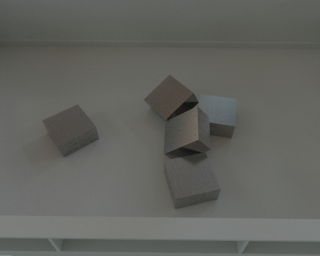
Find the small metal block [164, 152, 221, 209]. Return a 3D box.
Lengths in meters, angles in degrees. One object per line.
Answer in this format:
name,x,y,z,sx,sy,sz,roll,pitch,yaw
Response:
small metal block,0.035,0.060,0.355,0.050,0.025,0.050,-11,51,-9

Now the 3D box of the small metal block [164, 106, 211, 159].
small metal block,0.033,0.008,0.380,0.050,0.025,0.050,-26,44,32

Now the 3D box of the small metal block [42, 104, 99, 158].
small metal block,-0.115,0.003,0.402,0.050,0.025,0.050,-29,56,-23

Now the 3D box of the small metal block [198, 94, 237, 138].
small metal block,0.075,-0.017,0.419,0.050,0.025,0.050,9,50,7

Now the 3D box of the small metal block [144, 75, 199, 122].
small metal block,0.015,-0.037,0.422,0.050,0.025,0.050,-44,56,-3
